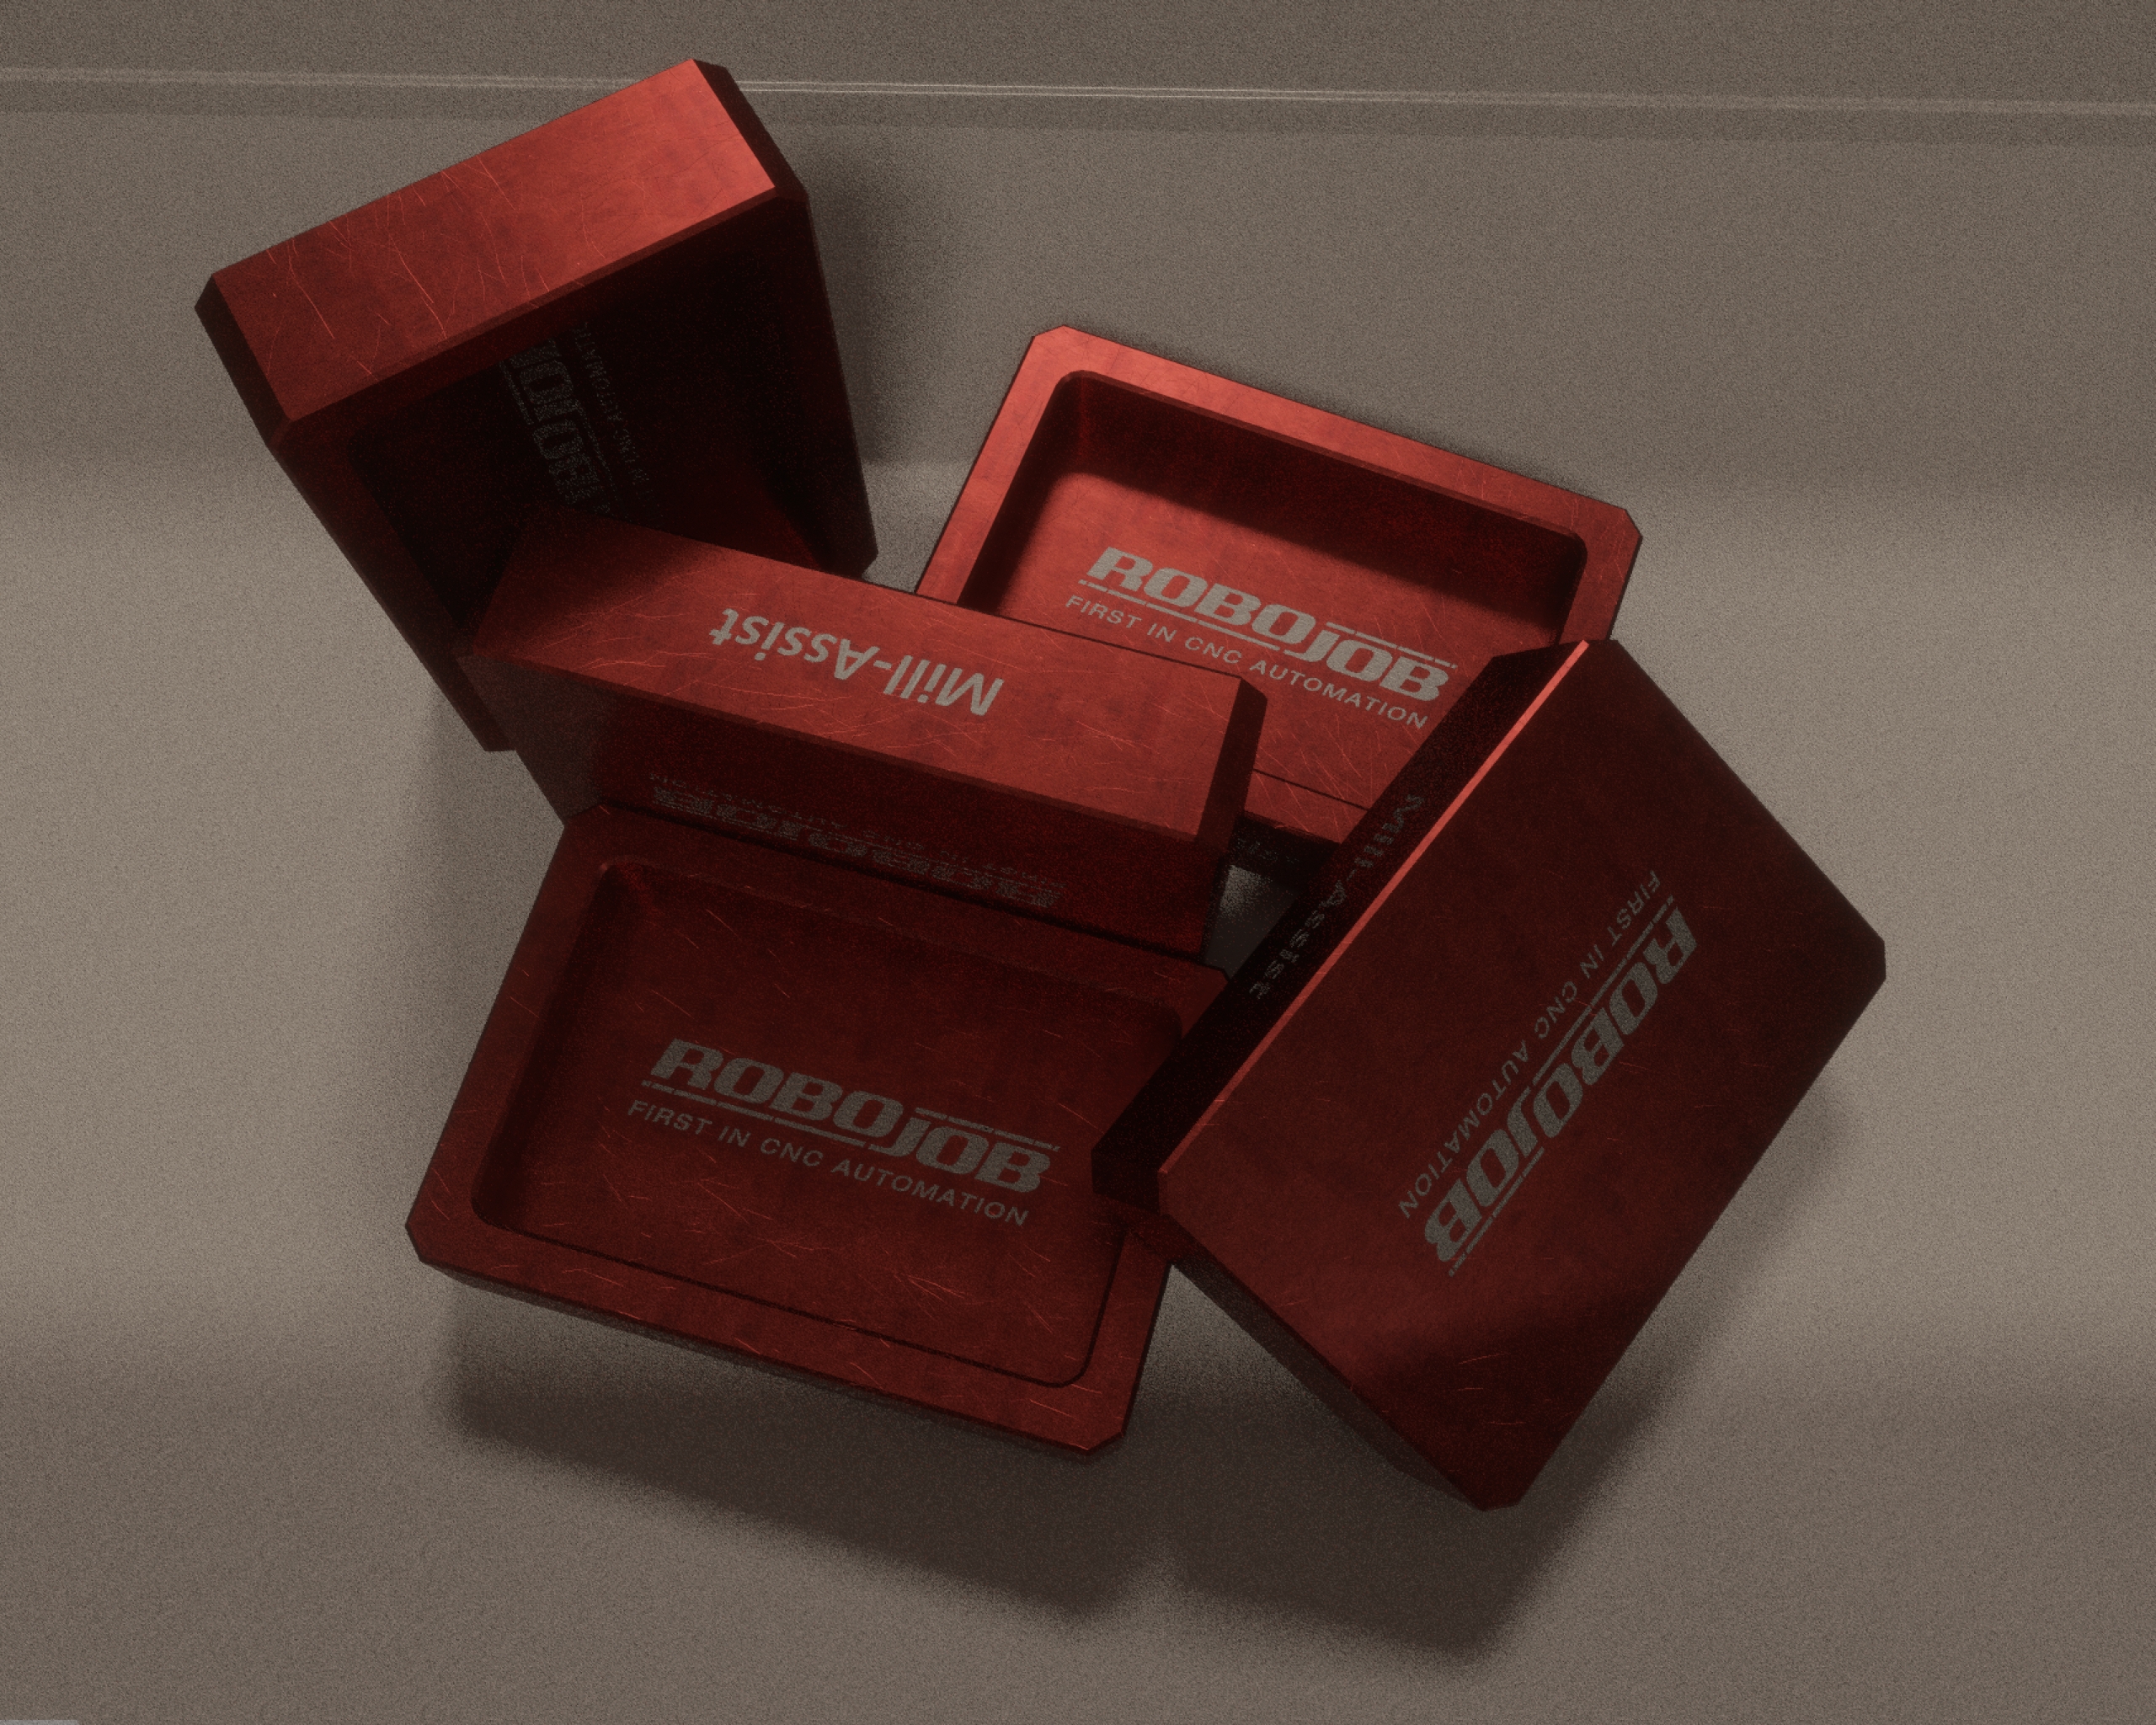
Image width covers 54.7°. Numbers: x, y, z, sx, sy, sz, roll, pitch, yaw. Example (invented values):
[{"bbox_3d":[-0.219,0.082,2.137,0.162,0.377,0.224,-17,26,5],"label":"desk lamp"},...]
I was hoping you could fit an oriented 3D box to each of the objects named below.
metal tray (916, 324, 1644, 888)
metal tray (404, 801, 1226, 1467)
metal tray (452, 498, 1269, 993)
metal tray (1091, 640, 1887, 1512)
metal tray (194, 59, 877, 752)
[{"bbox_3d":[0.037,-0.047,0.423,0.131,0.030,0.090,20,71,6],"label":"metal tray"},{"bbox_3d":[-0.044,0.049,0.385,0.131,0.030,0.090,15,71,5],"label":"metal tray"},{"bbox_3d":[-0.036,-0.017,0.378,0.131,0.090,0.030,15,71,5],"label":"metal tray"},{"bbox_3d":[0.076,0.036,0.372,0.090,0.030,0.130,45,74,-15],"label":"metal tray"},{"bbox_3d":[-0.088,-0.075,0.377,0.090,0.130,0.030,-29,73,-10],"label":"metal tray"}]
